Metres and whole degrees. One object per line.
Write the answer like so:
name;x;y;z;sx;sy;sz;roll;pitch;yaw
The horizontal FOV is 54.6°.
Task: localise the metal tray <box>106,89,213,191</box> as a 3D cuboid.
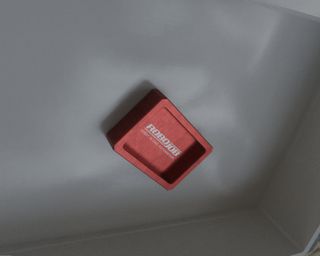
metal tray;0.004;0.021;0.419;0.090;0.030;0.130;-44;129;2
